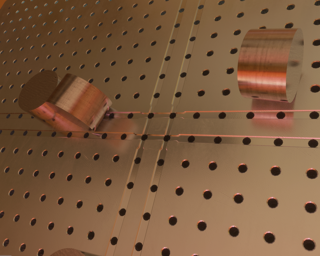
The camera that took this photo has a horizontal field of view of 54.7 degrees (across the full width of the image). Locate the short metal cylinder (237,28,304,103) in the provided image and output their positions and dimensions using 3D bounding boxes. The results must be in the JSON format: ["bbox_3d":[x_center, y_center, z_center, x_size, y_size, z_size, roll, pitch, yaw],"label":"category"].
[{"bbox_3d":[0.126,-0.071,0.350,0.050,0.080,0.080,10,67,32],"label":"short metal cylinder"}]

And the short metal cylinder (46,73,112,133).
[{"bbox_3d":[-0.118,-0.036,0.457,0.080,0.080,0.050,20,73,35],"label":"short metal cylinder"}]

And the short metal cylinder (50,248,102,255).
[{"bbox_3d":[-0.090,0.175,0.332,0.080,0.050,0.080,-13,56,21],"label":"short metal cylinder"}]

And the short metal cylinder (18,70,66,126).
[{"bbox_3d":[-0.188,-0.050,0.522,0.080,0.050,0.080,-13,56,21],"label":"short metal cylinder"}]
